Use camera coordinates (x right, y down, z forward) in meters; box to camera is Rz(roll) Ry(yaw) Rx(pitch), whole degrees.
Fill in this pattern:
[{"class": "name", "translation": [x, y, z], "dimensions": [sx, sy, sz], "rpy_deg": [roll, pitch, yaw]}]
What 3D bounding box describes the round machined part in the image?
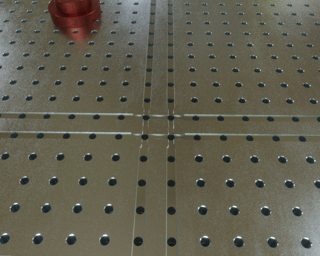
[{"class": "round machined part", "translation": [-0.166, -0.239, 0.597], "dimensions": [0.099, 0.042, 0.098], "rpy_deg": [0, 50, 0]}]
